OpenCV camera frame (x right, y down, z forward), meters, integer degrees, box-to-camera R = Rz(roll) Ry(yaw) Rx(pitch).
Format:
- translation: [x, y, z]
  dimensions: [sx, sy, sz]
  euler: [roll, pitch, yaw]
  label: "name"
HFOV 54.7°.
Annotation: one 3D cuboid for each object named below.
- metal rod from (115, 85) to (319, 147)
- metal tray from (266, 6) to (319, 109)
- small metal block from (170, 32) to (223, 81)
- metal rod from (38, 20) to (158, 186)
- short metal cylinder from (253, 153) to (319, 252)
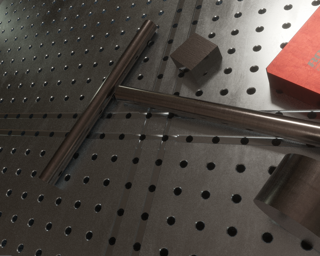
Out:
- translation: [0.062, -0.020, 0.387]
  dimensions: [0.300, 0.025, 0.025]
  euler: [15, 69, 33]
  label: "metal rod"
- translation: [0.199, -0.087, 0.354]
  dimensions: [0.130, 0.030, 0.090]
  euler: [-48, 52, -7]
  label: "metal tray"
- translation: [0.051, -0.102, 0.443]
  dimensions: [0.050, 0.025, 0.050]
  euler: [-43, 51, -2]
  label: "small metal block"
- translation: [-0.089, -0.048, 0.482]
  dimensions: [0.025, 0.025, 0.300]
  euler: [20, 72, 35]
  label: "metal rod"
- translation: [0.129, 0.066, 0.265]
  dimensions: [0.080, 0.080, 0.050]
  euler: [32, 80, 37]
  label: "short metal cylinder"
